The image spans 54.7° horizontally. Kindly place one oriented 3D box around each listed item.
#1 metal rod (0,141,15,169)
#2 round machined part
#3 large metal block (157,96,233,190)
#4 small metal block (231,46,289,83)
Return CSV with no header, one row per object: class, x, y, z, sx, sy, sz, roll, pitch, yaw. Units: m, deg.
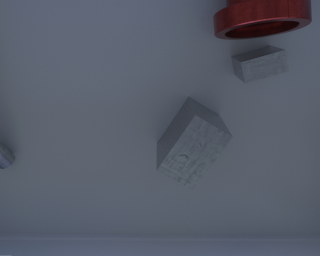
metal rod,-0.250,-0.050,0.320,0.025,0.025,0.299,-16,136,5
round machined part,0.106,-0.126,0.330,0.099,0.098,0.042,-5,96,1
large metal block,0.038,0.016,0.388,0.050,0.080,0.080,30,107,-11
small metal block,0.118,-0.077,0.371,0.050,0.050,0.025,-15,110,5
